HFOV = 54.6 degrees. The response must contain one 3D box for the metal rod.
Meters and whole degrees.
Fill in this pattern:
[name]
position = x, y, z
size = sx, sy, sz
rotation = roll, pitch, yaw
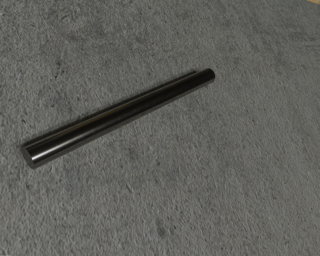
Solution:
[metal rod]
position = -0.027, -0.026, 0.404
size = 0.302, 0.025, 0.025
rotation = -29, 78, -37
